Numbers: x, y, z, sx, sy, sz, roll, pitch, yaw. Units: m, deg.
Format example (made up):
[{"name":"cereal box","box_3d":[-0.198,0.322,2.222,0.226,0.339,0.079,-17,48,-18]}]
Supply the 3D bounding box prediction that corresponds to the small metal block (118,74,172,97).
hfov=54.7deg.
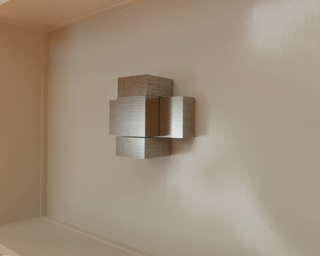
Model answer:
[{"name":"small metal block","box_3d":[-0.019,-0.052,0.404,0.050,0.050,0.025,1,91,40]}]

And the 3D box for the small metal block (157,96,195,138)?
[{"name":"small metal block","box_3d":[0.016,-0.013,0.392,0.050,0.025,0.050,1,91,39]}]

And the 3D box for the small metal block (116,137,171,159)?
[{"name":"small metal block","box_3d":[-0.022,0.024,0.404,0.050,0.050,0.025,1,91,40]}]

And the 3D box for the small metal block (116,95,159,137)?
[{"name":"small metal block","box_3d":[-0.029,-0.015,0.395,0.050,0.025,0.050,1,91,39]}]

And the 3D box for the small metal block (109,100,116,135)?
[{"name":"small metal block","box_3d":[-0.046,-0.015,0.442,0.050,0.025,0.050,1,91,40]}]
